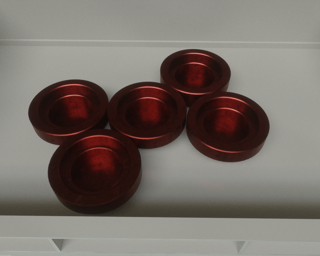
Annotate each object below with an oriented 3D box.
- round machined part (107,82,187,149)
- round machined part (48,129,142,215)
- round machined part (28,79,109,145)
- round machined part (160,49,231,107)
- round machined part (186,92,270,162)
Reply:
[{"bbox_3d":[-0.016,-0.012,0.399,0.099,0.042,0.098,0,50,0],"label":"round machined part"},{"bbox_3d":[-0.069,0.051,0.346,0.099,0.042,0.098,0,50,0],"label":"round machined part"},{"bbox_3d":[-0.114,-0.016,0.403,0.099,0.042,0.098,0,50,0],"label":"round machined part"},{"bbox_3d":[0.050,-0.068,0.448,0.099,0.042,0.098,0,50,0],"label":"round machined part"},{"bbox_3d":[0.082,0.003,0.389,0.099,0.042,0.098,0,50,0],"label":"round machined part"}]
